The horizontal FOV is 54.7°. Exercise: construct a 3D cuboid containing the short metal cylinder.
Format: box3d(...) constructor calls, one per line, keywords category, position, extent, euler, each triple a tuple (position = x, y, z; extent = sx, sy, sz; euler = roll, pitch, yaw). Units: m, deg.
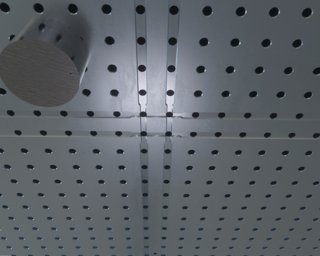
box3d(category="short metal cylinder", position=(-0.123, -0.069, 0.335), extent=(0.081, 0.050, 0.079), euler=(0, 130, 0))
